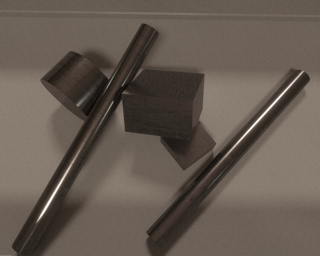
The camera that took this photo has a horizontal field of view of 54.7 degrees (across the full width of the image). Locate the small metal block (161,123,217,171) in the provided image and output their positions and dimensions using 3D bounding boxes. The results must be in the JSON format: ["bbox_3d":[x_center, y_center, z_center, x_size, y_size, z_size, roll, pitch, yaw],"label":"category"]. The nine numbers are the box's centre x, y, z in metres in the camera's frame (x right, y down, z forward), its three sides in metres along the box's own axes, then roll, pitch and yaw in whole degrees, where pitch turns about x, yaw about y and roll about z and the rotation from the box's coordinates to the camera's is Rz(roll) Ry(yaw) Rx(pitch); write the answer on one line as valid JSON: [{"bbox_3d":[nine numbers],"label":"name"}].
[{"bbox_3d":[0.036,0.019,0.403,0.050,0.025,0.050,-35,74,-12],"label":"small metal block"}]

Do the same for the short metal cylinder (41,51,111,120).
[{"bbox_3d":[-0.104,-0.051,0.398,0.080,0.080,0.050,36,74,12],"label":"short metal cylinder"}]

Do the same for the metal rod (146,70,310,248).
[{"bbox_3d":[0.096,0.029,0.400,0.025,0.025,0.301,42,75,13],"label":"metal rod"}]

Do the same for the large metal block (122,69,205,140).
[{"bbox_3d":[0.007,-0.032,0.381,0.080,0.050,0.080,7,32,14],"label":"large metal block"}]

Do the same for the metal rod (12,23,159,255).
[{"bbox_3d":[-0.085,0.010,0.368,0.025,0.025,0.299,29,86,9],"label":"metal rod"}]
